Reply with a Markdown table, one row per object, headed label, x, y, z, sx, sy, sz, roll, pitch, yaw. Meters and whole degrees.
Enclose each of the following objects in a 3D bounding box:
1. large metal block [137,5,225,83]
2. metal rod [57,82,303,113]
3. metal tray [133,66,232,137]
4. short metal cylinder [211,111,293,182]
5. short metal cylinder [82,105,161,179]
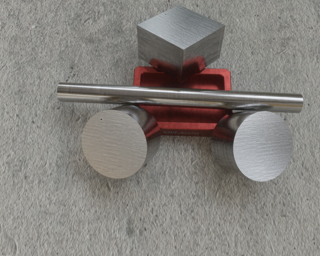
| label | x | y | z | sx | sy | sz | roll | pitch | yaw |
| --- | --- | --- | --- | --- | --- | --- | --- | --- | --- |
| large metal block | 0.027 | -0.115 | 0.415 | 0.080 | 0.050 | 0.080 | 36 | 56 | 28 |
| metal rod | 0.024 | -0.038 | 0.392 | 0.302 | 0.025 | 0.025 | 3 | 70 | 1 |
| metal tray | 0.029 | -0.036 | 0.420 | 0.131 | 0.030 | 0.090 | 2 | 70 | 0 |
| short metal cylinder | 0.109 | 0.020 | 0.372 | 0.081 | 0.050 | 0.079 | -1 | 93 | -19 |
| short metal cylinder | -0.045 | 0.014 | 0.371 | 0.080 | 0.050 | 0.079 | 3 | 102 | 17 |
